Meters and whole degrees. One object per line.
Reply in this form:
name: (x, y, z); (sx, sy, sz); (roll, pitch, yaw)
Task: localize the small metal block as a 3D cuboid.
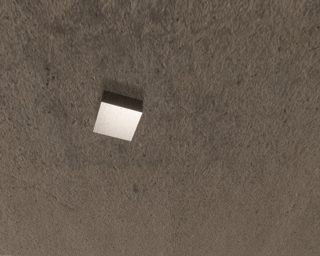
small metal block: (-0.053, -0.015, 0.394); (0.050, 0.025, 0.050); (15, 129, -13)
